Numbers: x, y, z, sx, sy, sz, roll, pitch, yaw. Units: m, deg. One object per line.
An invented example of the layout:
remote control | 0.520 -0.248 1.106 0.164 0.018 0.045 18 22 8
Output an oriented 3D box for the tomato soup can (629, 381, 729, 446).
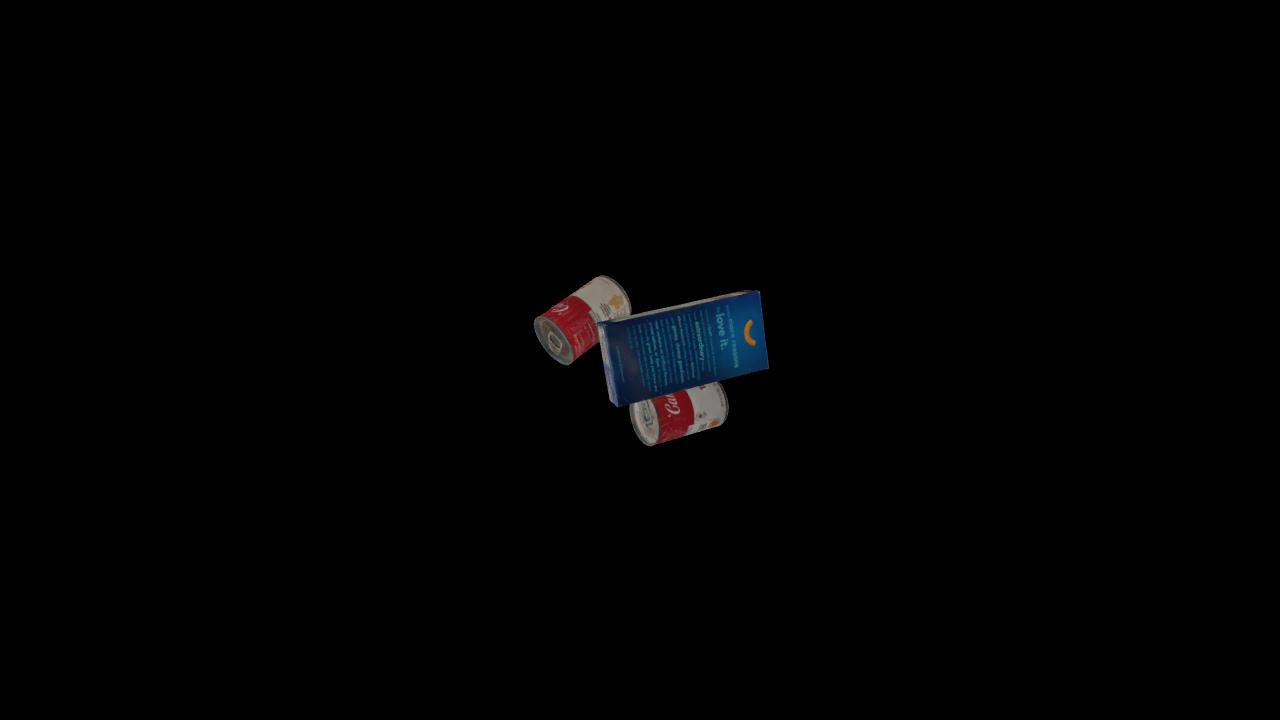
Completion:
tomato soup can | 0.048 0.059 0.736 0.101 0.068 0.068 -11 5 -28

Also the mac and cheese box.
mac and cheese box | 0.050 -0.016 0.683 0.184 0.093 0.041 -13 11 -16

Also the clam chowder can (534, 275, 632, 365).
clam chowder can | -0.067 -0.049 0.741 0.102 0.068 0.068 -39 21 -29
